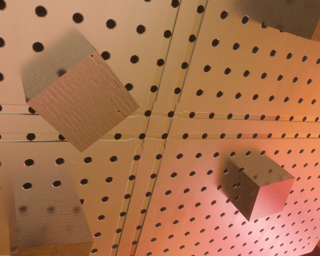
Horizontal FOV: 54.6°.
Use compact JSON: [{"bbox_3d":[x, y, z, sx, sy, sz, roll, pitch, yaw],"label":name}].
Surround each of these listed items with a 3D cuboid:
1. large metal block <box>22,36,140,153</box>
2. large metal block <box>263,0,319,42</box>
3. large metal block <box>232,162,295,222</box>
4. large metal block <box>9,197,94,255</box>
[{"bbox_3d":[-0.082,-0.035,0.328,0.080,0.050,0.080,-38,129,-2],"label":"large metal block"},{"bbox_3d":[0.187,-0.155,0.381,0.050,0.080,0.079,0,119,-28],"label":"large metal block"},{"bbox_3d":[0.188,0.116,0.568,0.081,0.050,0.079,-8,122,-24],"label":"large metal block"},{"bbox_3d":[-0.137,0.131,0.382,0.081,0.080,0.050,6,116,-31],"label":"large metal block"}]
